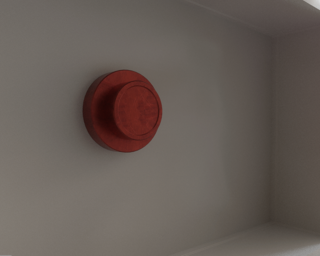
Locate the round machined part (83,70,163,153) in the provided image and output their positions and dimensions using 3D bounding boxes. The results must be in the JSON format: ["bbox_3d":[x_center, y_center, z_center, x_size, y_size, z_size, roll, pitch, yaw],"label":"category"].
[{"bbox_3d":[-0.036,-0.020,0.364,0.099,0.042,0.097,0,90,-40],"label":"round machined part"}]
